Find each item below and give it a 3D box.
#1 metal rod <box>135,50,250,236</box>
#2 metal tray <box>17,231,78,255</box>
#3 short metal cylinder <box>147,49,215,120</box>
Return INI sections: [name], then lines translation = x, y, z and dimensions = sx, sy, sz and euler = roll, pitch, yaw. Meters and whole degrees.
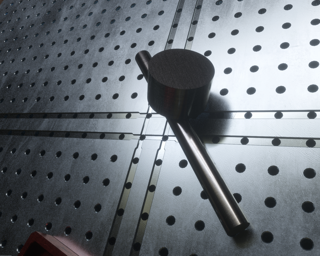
[metal rod]
translation = 0.025, -0.006, 0.397
dimensions = 0.025, 0.025, 0.300
euler = -32, 52, 7
[metal tray]
translation = -0.123, 0.188, 0.351
dimensions = 0.130, 0.030, 0.090
euler = 18, 71, 34
[short metal cylinder]
translation = 0.025, -0.056, 0.392
dimensions = 0.081, 0.050, 0.080
euler = 2, 48, -2
